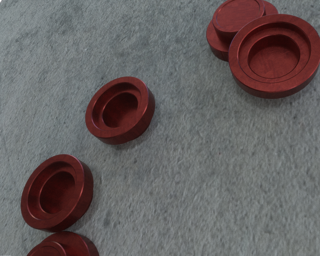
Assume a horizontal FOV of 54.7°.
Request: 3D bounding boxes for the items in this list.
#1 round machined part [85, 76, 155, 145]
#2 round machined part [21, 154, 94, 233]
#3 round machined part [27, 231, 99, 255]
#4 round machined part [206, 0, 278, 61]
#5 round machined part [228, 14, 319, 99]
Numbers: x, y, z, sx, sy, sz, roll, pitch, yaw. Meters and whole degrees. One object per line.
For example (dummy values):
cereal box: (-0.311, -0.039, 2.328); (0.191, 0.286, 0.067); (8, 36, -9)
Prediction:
round machined part: (-0.051, -0.020, 0.430); (0.098, 0.042, 0.098); (-13, 56, 20)
round machined part: (-0.128, 0.087, 0.405); (0.098, 0.042, 0.098); (-13, 56, 20)
round machined part: (-0.120, 0.167, 0.352); (0.098, 0.042, 0.098); (-13, 56, 20)
round machined part: (0.110, -0.141, 0.421); (0.098, 0.042, 0.098); (-13, 56, 20)
round machined part: (0.133, -0.079, 0.362); (0.098, 0.042, 0.098); (-6, 72, 19)
